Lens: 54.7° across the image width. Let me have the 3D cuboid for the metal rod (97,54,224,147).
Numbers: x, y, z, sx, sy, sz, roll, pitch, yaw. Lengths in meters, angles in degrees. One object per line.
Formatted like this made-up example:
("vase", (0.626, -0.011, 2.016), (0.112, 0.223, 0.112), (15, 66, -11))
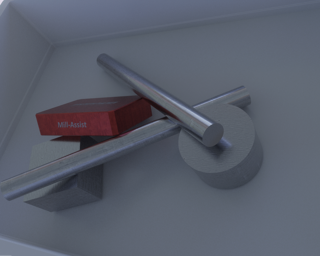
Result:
("metal rod", (-0.022, -0.054, 0.410), (0.025, 0.025, 0.300), (-46, 39, -4))

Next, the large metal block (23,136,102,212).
("large metal block", (-0.125, 0.058, 0.412), (0.080, 0.050, 0.080), (-18, 55, 17))

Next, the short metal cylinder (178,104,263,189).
("short metal cylinder", (0.067, 0.020, 0.338), (0.080, 0.050, 0.080), (-13, 56, 20))

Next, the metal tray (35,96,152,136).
("metal tray", (-0.088, -0.018, 0.421), (0.130, 0.030, 0.091), (0, 18, 29))

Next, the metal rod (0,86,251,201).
("metal rod", (-0.037, 0.016, 0.364), (0.302, 0.025, 0.025), (-22, 53, -3))
